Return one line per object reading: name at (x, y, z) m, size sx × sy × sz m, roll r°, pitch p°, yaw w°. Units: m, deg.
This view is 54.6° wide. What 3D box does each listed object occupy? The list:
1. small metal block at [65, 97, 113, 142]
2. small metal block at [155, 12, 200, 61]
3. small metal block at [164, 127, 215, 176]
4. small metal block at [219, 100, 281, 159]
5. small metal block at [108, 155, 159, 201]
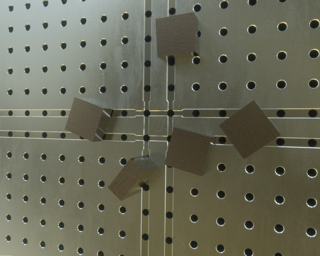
small metal block at (-0.104, -0.013, 0.450) m, size 0.050 × 0.025 × 0.050 m, roll 21°, pitch 97°, yaw 18°
small metal block at (0.023, -0.118, 0.405) m, size 0.050 × 0.025 × 0.050 m, roll -3°, pitch 89°, yaw 20°
small metal block at (0.039, 0.029, 0.399) m, size 0.050 × 0.025 × 0.050 m, roll 15°, pitch 95°, yaw 19°
small metal block at (0.108, 0.002, 0.374) m, size 0.050 × 0.025 × 0.050 m, roll -38°, pitch 78°, yaw 16°
small metal block at (-0.034, 0.065, 0.412) m, size 0.025 × 0.050 × 0.050 m, roll 41°, pitch 103°, yaw 15°
